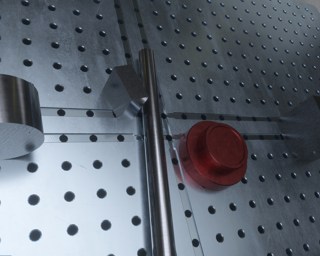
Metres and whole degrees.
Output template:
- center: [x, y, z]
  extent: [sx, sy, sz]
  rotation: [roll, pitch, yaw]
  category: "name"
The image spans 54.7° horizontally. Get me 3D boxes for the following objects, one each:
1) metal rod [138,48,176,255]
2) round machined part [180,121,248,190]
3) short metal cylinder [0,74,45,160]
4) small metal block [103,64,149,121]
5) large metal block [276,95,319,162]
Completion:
- center: [-0.007, 0.019, 0.393]
  extent: [0.025, 0.025, 0.299]
  rotation: [9, 58, -24]
  category: "metal rod"
- center: [0.080, 0.032, 0.423]
  extent: [0.099, 0.042, 0.098]
  rotation: [14, 56, -21]
  category: "round machined part"
- center: [-0.156, -0.008, 0.294]
  extent: [0.081, 0.080, 0.050]
  rotation: [-3, 63, -30]
  category: "short metal cylinder"
- center: [-0.045, -0.045, 0.396]
  extent: [0.025, 0.050, 0.050]
  rotation: [-17, 71, -35]
  category: "small metal block"
- center: [0.252, 0.004, 0.509]
  extent: [0.050, 0.080, 0.080]
  rotation: [3, 61, -27]
  category: "large metal block"
